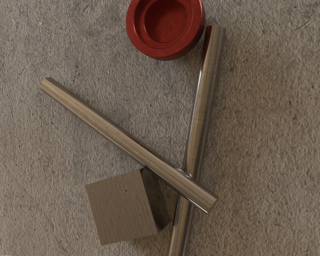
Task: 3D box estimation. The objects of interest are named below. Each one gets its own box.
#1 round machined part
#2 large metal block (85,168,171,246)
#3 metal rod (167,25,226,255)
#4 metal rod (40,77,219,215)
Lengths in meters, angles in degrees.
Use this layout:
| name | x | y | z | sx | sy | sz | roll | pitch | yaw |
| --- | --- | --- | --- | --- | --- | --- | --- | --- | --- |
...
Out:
| name | x | y | z | sx | sy | sz | roll | pitch | yaw |
| --- | --- | --- | --- | --- | --- | --- | --- | --- | --- |
| round machined part | 0.010 | -0.134 | 0.396 | 0.098 | 0.042 | 0.097 | 0 | 90 | 19 |
| large metal block | -0.041 | 0.100 | 0.409 | 0.080 | 0.050 | 0.080 | -19 | 84 | 18 |
| metal rod | 0.045 | 0.024 | 0.392 | 0.025 | 0.025 | 0.298 | 11 | 93 | 19 |
| metal rod | -0.055 | 0.012 | 0.411 | 0.300 | 0.025 | 0.025 | 34 | 101 | 22 |
